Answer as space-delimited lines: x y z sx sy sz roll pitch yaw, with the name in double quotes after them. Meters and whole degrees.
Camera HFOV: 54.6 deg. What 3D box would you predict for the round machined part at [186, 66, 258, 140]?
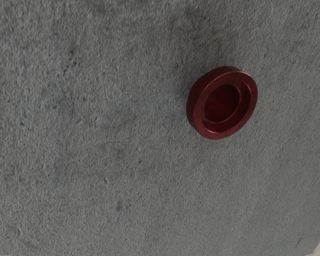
0.078 -0.037 0.415 0.099 0.042 0.097 -14 124 -21 "round machined part"
